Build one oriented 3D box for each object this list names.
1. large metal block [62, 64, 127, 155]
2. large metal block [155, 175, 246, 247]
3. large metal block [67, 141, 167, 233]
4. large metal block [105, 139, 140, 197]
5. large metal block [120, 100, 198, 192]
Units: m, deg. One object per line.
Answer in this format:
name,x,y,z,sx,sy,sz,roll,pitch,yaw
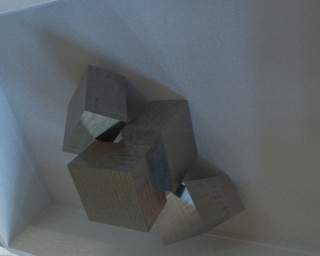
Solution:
large metal block,-0.083,-0.019,0.394,0.050,0.080,0.080,17,134,-26
large metal block,0.048,0.106,0.402,0.080,0.081,0.050,-48,55,39
large metal block,-0.046,0.064,0.350,0.080,0.050,0.080,2,119,27
large metal block,-0.032,0.061,0.426,0.050,0.080,0.080,1,119,27
large metal block,0.003,0.019,0.380,0.050,0.080,0.080,1,119,27
